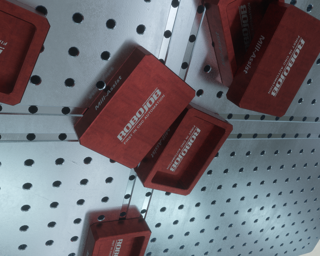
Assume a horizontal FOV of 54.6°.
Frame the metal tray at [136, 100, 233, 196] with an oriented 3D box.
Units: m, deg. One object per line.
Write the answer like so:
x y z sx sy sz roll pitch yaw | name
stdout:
0.035 0.032 0.445 0.091 0.030 0.129 21 107 -36 | metal tray

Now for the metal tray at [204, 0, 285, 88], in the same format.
0.114 -0.120 0.395 0.090 0.030 0.130 -30 129 -9 | metal tray

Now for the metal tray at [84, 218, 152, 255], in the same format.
-0.074 0.206 0.494 0.091 0.030 0.129 2 117 -30 | metal tray

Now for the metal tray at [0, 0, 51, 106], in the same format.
-0.174 -0.080 0.262 0.131 0.030 0.090 17 109 -35 | metal tray

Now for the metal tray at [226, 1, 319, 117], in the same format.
0.152 -0.083 0.399 0.091 0.030 0.129 9 114 -32 | metal tray

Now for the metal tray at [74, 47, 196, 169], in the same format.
-0.029 -0.020 0.379 0.090 0.030 0.130 33 100 -38 | metal tray
